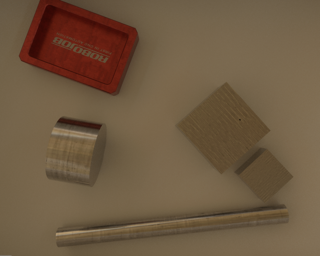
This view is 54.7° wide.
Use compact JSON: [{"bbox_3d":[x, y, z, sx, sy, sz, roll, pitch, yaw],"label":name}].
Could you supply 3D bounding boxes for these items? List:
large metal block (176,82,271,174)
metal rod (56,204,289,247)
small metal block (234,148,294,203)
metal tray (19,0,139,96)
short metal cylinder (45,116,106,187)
[{"bbox_3d":[0.077,0.000,0.400,0.080,0.050,0.080,-42,91,0],"label":"large metal block"},{"bbox_3d":[0.017,0.129,0.411,0.302,0.025,0.025,-6,90,-1],"label":"metal rod"},{"bbox_3d":[0.138,0.062,0.413,0.050,0.025,0.050,-43,91,0],"label":"small metal block"},{"bbox_3d":[-0.104,-0.106,0.407,0.131,0.030,0.090,20,90,-1],"label":"metal tray"},{"bbox_3d":[-0.101,0.029,0.383,0.050,0.080,0.080,10,90,0],"label":"short metal cylinder"}]
